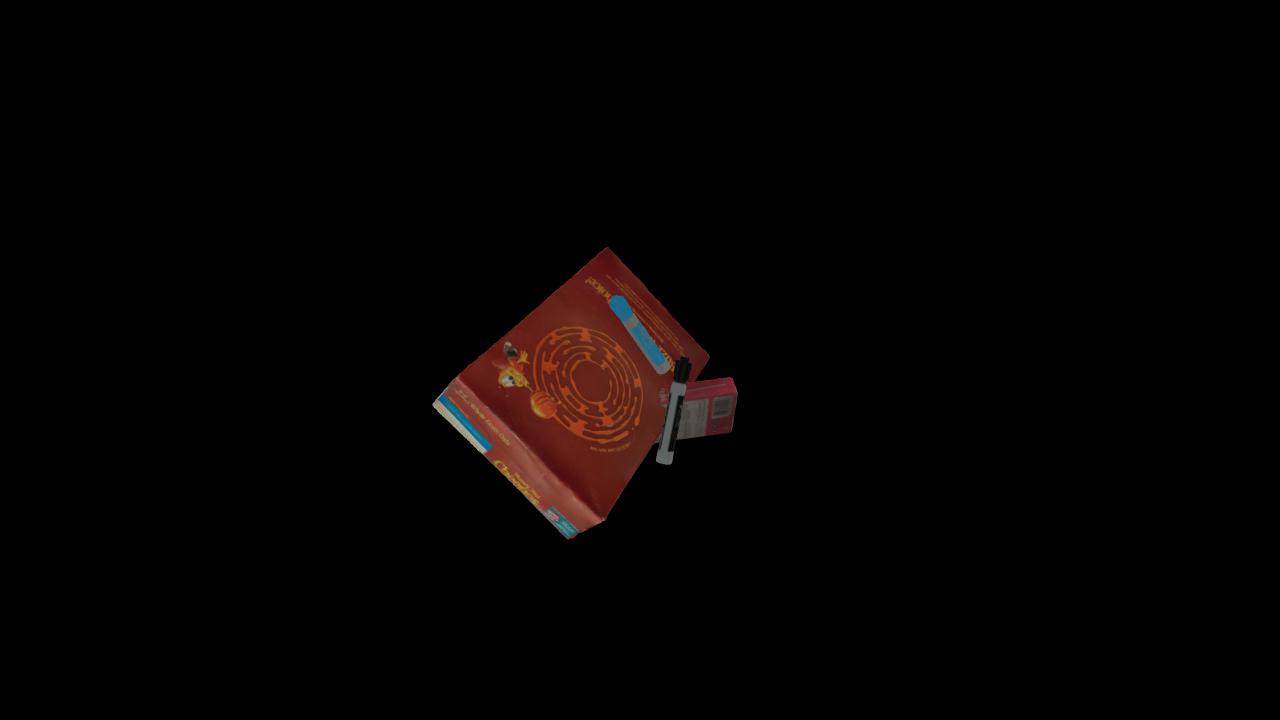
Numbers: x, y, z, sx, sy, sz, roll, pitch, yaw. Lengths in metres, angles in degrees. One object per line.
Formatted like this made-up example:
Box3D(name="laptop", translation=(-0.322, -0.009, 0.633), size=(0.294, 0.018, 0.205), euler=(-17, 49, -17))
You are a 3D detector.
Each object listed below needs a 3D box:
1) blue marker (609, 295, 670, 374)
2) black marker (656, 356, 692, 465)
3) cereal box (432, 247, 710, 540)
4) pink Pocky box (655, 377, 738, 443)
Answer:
Box3D(name="blue marker", translation=(0.000, -0.028, 0.694), size=(0.020, 0.020, 0.121), euler=(0, -39, 37))
Box3D(name="black marker", translation=(0.038, 0.056, 0.682), size=(0.020, 0.121, 0.020), euler=(11, 7, -1))
Box3D(name="cereal box", translation=(-0.060, 0.022, 0.713), size=(0.081, 0.203, 0.306), euler=(-37, 11, 44))
Box3D(name="pink Pocky box", translation=(0.038, 0.065, 0.748), size=(0.155, 0.029, 0.084), euler=(-8, -41, -5))
